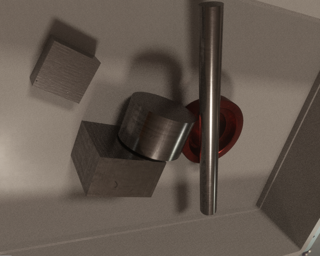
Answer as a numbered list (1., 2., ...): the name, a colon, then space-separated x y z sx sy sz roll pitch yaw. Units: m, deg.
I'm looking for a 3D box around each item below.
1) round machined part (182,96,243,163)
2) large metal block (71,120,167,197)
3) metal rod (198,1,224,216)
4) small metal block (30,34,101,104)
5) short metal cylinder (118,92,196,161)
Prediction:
1. round machined part: 0.063 -0.002 0.433 0.099 0.042 0.097 -14 125 -21
2. large metal block: -0.052 0.037 0.369 0.081 0.080 0.050 9 114 -33
3. metal rod: 0.062 0.000 0.390 0.025 0.025 0.298 -18 126 -18
4. small metal block: -0.098 -0.060 0.319 0.050 0.025 0.050 22 107 -37
5. short metal cylinder: -0.004 -0.004 0.370 0.081 0.080 0.050 9 114 -33
